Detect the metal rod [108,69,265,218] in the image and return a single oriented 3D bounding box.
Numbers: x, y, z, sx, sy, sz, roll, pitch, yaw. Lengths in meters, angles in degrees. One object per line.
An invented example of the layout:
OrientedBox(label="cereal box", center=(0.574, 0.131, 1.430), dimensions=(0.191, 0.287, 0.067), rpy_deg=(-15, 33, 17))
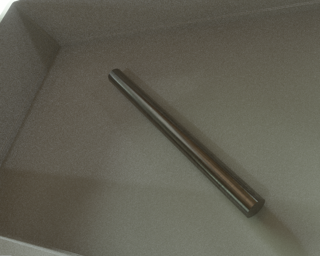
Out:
OrientedBox(label="metal rod", center=(0.012, -0.002, 0.401), dimensions=(0.025, 0.025, 0.300), rpy_deg=(-44, 51, -2))
